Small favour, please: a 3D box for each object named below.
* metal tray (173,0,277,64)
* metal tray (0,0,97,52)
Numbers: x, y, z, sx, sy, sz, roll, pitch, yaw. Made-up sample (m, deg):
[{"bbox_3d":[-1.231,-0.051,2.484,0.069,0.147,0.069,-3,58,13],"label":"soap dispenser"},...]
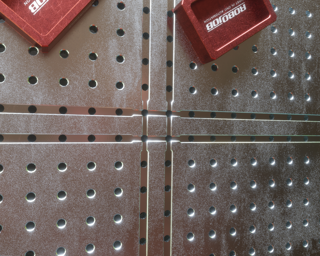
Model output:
[{"bbox_3d":[0.096,-0.163,0.444,0.131,0.030,0.090,-35,101,-17],"label":"metal tray"},{"bbox_3d":[-0.127,-0.166,0.362,0.090,0.030,0.130,41,77,-16],"label":"metal tray"}]
